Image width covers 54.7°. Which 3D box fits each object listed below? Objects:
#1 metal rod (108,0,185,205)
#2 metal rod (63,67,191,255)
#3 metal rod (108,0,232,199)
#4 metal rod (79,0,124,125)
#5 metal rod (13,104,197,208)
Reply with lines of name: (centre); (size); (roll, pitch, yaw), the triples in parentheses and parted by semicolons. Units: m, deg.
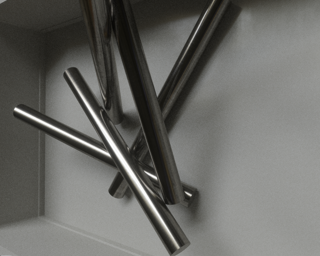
metal rod: (-0.023, -0.058, 0.326); (0.025, 0.025, 0.298); (-6, 106, 39)
metal rod: (-0.056, 0.023, 0.396); (0.025, 0.025, 0.300); (-53, 57, 27)
metal rod: (0.003, -0.026, 0.402); (0.025, 0.025, 0.298); (43, 115, 31)
metal rod: (-0.062, -0.086, 0.332); (0.025, 0.025, 0.299); (58, 164, 23)
metal rod: (-0.089, 0.029, 0.429); (0.301, 0.025, 0.025); (23, 105, 21)
